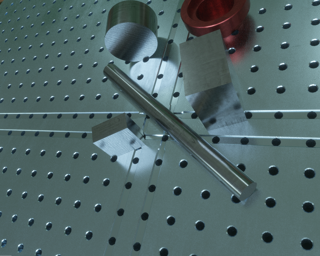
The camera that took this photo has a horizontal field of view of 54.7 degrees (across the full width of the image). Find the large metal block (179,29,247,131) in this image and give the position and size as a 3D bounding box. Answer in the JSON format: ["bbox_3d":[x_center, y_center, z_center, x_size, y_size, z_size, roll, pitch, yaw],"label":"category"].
[{"bbox_3d":[0.064,-0.055,0.372,0.050,0.080,0.080,-16,56,19],"label":"large metal block"}]

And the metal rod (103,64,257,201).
[{"bbox_3d":[0.005,-0.014,0.412,0.025,0.025,0.300,-45,51,-3],"label":"metal rod"}]

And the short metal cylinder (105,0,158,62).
[{"bbox_3d":[-0.044,-0.151,0.487,0.080,0.080,0.050,-13,56,20],"label":"short metal cylinder"}]

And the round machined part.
[{"bbox_3d":[0.084,-0.170,0.457,0.098,0.042,0.098,-13,56,20],"label":"round machined part"}]

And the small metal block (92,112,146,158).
[{"bbox_3d":[-0.055,0.011,0.412,0.050,0.050,0.025,-24,54,13],"label":"small metal block"}]
